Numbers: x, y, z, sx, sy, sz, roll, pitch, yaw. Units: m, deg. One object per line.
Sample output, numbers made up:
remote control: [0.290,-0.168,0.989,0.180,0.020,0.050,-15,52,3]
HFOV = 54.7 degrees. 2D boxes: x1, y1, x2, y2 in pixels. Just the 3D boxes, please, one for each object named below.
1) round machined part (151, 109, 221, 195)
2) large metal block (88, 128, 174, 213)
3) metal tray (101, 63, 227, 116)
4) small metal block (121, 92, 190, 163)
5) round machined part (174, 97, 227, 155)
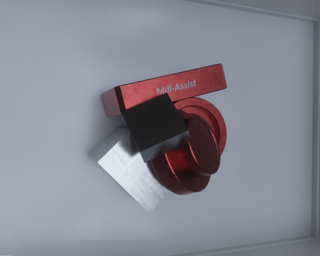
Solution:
round machined part: [0.034,0.024,0.352,0.098,0.042,0.098,32,48,-43]
large metal block: [-0.034,0.046,0.368,0.050,0.080,0.080,-46,105,-14]
metal tray: [0.002,-0.045,0.375,0.131,0.090,0.030,-16,96,-20]
small metal block: [-0.004,-0.001,0.310,0.050,0.025,0.050,-24,60,-6]
round machined part: [0.036,0.009,0.416,0.099,0.042,0.097,0,90,-21]
